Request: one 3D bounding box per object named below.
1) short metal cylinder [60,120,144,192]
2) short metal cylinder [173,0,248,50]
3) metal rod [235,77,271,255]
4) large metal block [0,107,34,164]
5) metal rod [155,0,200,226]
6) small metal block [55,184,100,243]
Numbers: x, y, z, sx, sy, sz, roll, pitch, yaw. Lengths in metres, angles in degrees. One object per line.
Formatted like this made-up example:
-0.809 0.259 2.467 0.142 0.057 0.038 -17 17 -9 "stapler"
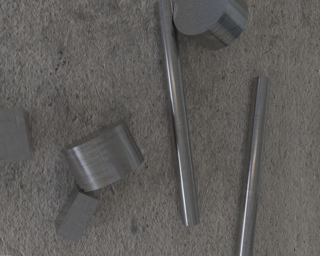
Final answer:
-0.065 0.030 0.356 0.081 0.080 0.050 -28 100 -18 "short metal cylinder"
0.064 -0.147 0.396 0.050 0.080 0.080 16 84 -49 "short metal cylinder"
0.136 0.074 0.459 0.025 0.025 0.298 8 87 -20 "metal rod"
-0.177 0.010 0.315 0.081 0.080 0.050 -9 94 -20 "large metal block"
0.024 -0.018 0.418 0.025 0.025 0.298 -8 93 -20 "metal rod"
-0.097 0.097 0.360 0.025 0.050 0.050 30 80 -18 "small metal block"
